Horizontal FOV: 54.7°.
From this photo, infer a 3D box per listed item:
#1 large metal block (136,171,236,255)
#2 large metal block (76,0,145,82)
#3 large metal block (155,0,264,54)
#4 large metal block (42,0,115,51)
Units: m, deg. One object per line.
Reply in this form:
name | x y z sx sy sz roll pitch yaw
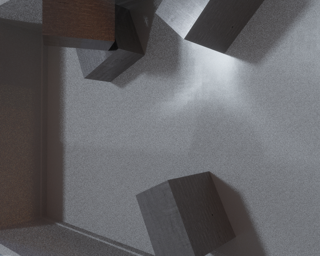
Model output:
large metal block | 0.030 0.099 0.347 0.050 0.081 0.080 -32 70 35
large metal block | -0.078 -0.124 0.455 0.080 0.050 0.080 -29 72 36
large metal block | 0.056 -0.132 0.325 0.050 0.081 0.080 51 120 28
large metal block | -0.100 -0.143 0.379 0.050 0.081 0.080 -178 89 -71
